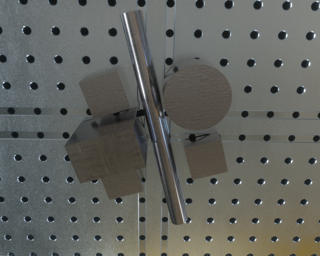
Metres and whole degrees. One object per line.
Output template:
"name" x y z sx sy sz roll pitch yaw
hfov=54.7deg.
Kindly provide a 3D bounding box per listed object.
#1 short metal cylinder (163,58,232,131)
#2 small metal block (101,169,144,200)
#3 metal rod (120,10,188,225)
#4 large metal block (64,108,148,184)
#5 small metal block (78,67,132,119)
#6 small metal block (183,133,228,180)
"short metal cylinder" 0.044 -0.043 0.384 0.081 0.050 0.079 0 110 -1
"small metal block" -0.054 0.068 0.438 0.050 0.025 0.050 -15 110 5
"metal rod" -0.003 0.001 0.413 0.025 0.025 0.298 -12 110 4
"large metal block" -0.062 0.019 0.389 0.080 0.080 0.050 -14 110 5
"small metal block" -0.068 -0.044 0.396 0.050 0.025 0.050 -16 110 5
"small metal block" 0.063 0.039 0.428 0.050 0.025 0.050 -14 110 4
